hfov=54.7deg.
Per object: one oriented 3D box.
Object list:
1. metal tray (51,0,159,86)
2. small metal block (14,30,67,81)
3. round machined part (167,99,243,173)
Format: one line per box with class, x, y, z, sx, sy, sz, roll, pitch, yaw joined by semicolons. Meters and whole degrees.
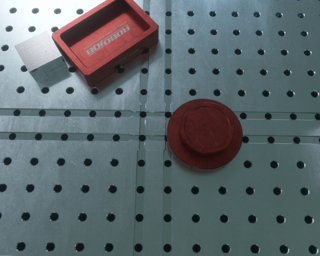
metal tray;-0.078;-0.134;0.456;0.131;0.030;0.090;-38;75;-13
small metal block;-0.172;-0.105;0.448;0.050;0.025;0.050;-31;73;-11
round machined part;0.058;0.006;0.401;0.099;0.042;0.098;0;70;-1
